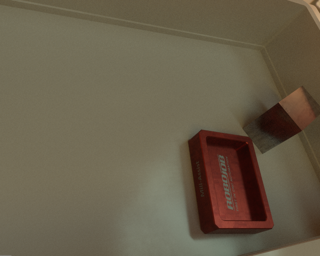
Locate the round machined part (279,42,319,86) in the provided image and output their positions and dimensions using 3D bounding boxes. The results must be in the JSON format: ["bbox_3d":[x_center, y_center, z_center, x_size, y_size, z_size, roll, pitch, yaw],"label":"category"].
[{"bbox_3d":[0.303,-0.141,0.650,0.099,0.042,0.098,14,56,-21],"label":"round machined part"}]

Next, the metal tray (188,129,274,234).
[{"bbox_3d":[0.091,0.070,0.410,0.091,0.030,0.130,9,58,-24],"label":"metal tray"}]

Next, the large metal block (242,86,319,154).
[{"bbox_3d":[0.191,-0.012,0.484,0.081,0.080,0.050,-29,78,-38],"label":"large metal block"}]
